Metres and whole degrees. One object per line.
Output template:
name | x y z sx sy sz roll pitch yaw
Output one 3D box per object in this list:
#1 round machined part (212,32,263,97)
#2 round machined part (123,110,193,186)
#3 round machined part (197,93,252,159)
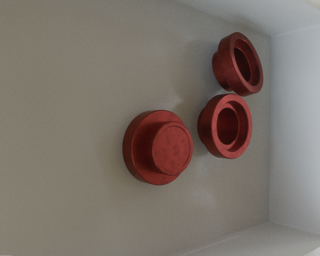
round machined part | 0.118 -0.095 0.483 0.099 0.042 0.098 19 63 -42
round machined part | 0.004 0.025 0.399 0.099 0.042 0.097 0 90 -40
round machined part | 0.095 -0.003 0.475 0.099 0.042 0.097 0 90 -40
